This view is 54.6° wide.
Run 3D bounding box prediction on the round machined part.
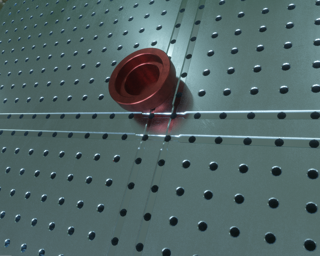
[{"bbox_3d":[-0.022,-0.065,0.450,0.098,0.042,0.098,-13,56,21],"label":"round machined part"}]
